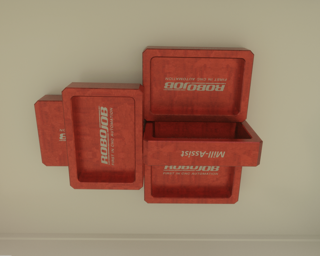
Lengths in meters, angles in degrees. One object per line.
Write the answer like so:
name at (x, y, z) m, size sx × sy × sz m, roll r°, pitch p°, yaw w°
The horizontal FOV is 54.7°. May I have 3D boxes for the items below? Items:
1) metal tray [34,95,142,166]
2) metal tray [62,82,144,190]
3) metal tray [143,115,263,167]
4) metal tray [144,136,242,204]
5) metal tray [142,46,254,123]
metal tray at (-0.089, 0.004, 0.405) m, size 0.131 × 0.030 × 0.089 m, roll 0°, pitch 110°, yaw -1°
metal tray at (-0.065, 0.012, 0.377) m, size 0.091 × 0.030 × 0.129 m, roll 1°, pitch 110°, yaw -1°
metal tray at (0.047, 0.013, 0.379) m, size 0.131 × 0.090 × 0.030 m, roll 1°, pitch 110°, yaw -1°
metal tray at (0.044, 0.059, 0.429) m, size 0.131 × 0.030 × 0.089 m, roll 1°, pitch 110°, yaw -1°
metal tray at (0.044, -0.054, 0.388) m, size 0.131 × 0.030 × 0.089 m, roll 1°, pitch 110°, yaw -1°
